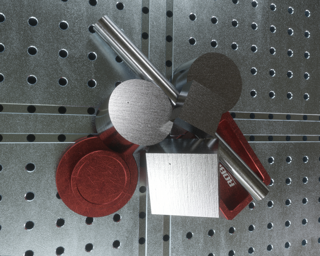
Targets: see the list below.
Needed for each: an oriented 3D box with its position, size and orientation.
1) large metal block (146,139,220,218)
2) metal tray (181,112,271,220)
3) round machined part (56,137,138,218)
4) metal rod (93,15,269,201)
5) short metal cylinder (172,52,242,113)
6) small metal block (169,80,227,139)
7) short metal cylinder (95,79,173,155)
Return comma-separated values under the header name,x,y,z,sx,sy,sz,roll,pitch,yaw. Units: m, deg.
name,x,y,z,sx,sy,sz,roll,pitch,yaw
large metal block,0.031,0.059,0.379,0.080,0.050,0.079,0,107,13
metal tray,0.089,0.052,0.439,0.090,0.030,0.130,-38,102,-16
round machined part,-0.073,0.059,0.372,0.099,0.042,0.097,0,90,-20
metal rod,0.030,-0.022,0.394,0.300,0.025,0.025,46,75,-5
short metal cylinder,0.062,-0.057,0.419,0.081,0.050,0.079,0,90,-20
small metal block,0.046,-0.021,0.370,0.050,0.025,0.050,28,73,-18
short metal cylinder,-0.031,-0.012,0.372,0.081,0.050,0.080,9,70,-26
